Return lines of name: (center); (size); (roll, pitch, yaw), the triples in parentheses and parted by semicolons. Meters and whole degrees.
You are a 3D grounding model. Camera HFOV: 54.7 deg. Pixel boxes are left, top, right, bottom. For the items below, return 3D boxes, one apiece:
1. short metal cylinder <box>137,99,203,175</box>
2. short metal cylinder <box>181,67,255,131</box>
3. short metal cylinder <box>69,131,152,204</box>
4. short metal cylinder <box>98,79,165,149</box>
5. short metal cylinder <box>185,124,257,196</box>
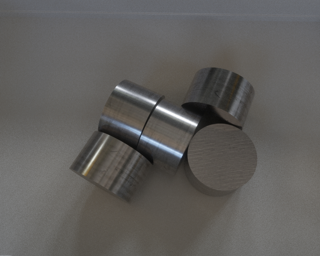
short metal cylinder: (0.012, 0.011, 0.375); (0.050, 0.080, 0.080); (25, 72, 8)
short metal cylinder: (0.072, -0.032, 0.391); (0.080, 0.080, 0.050); (22, 72, 7)
short metal cylinder: (-0.056, 0.047, 0.361); (0.080, 0.080, 0.050); (28, 72, 9)
short metal cylinder: (-0.034, -0.013, 0.383); (0.050, 0.080, 0.080); (24, 72, 8)
short metal cylinder: (0.072, 0.040, 0.380); (0.081, 0.050, 0.080); (0, 70, 0)
